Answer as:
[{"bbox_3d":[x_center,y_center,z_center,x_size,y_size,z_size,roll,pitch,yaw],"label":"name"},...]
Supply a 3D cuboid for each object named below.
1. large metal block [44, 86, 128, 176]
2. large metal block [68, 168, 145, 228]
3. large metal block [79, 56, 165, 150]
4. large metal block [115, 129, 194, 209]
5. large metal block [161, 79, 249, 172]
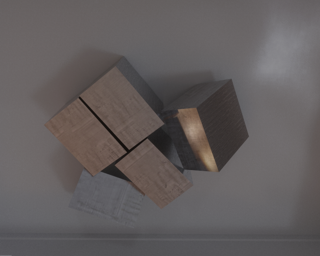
[{"bbox_3d":[-0.082,-0.002,0.379,0.050,0.080,0.080,-36,107,12],"label":"large metal block"},{"bbox_3d":[-0.069,0.090,0.406,0.080,0.080,0.050,21,74,-8],"label":"large metal block"},{"bbox_3d":[-0.040,-0.033,0.367,0.050,0.080,0.080,-37,106,12],"label":"large metal block"},{"bbox_3d":[-0.006,0.041,0.395,0.050,0.080,0.080,-40,106,13],"label":"large metal block"},{"bbox_3d":[0.057,-0.004,0.373,0.050,0.080,0.080,-3,117,44],"label":"large metal block"}]
